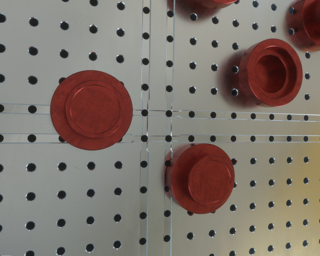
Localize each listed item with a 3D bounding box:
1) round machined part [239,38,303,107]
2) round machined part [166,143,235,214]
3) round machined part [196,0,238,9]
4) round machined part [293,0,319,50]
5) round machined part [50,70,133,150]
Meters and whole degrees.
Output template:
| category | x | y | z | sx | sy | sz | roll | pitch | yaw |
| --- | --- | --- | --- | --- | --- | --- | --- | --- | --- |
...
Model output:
| category | x | y | z | sx | sy | sz | roll | pitch | yaw |
| --- | --- | --- | --- | --- | --- | --- | --- | --- | --- |
| round machined part | 0.159 | -0.079 | 0.461 | 0.099 | 0.042 | 0.097 | 0 | 90 | -20 |
| round machined part | 0.062 | 0.070 | 0.426 | 0.099 | 0.042 | 0.097 | 0 | 90 | -20 |
| round machined part | 0.073 | -0.214 | 0.430 | 0.099 | 0.042 | 0.097 | 0 | 90 | -20 |
| round machined part | 0.269 | -0.179 | 0.502 | 0.099 | 0.042 | 0.097 | 0 | 90 | -20 |
| round machined part | -0.080 | -0.022 | 0.374 | 0.099 | 0.042 | 0.097 | 0 | 90 | -20 |
